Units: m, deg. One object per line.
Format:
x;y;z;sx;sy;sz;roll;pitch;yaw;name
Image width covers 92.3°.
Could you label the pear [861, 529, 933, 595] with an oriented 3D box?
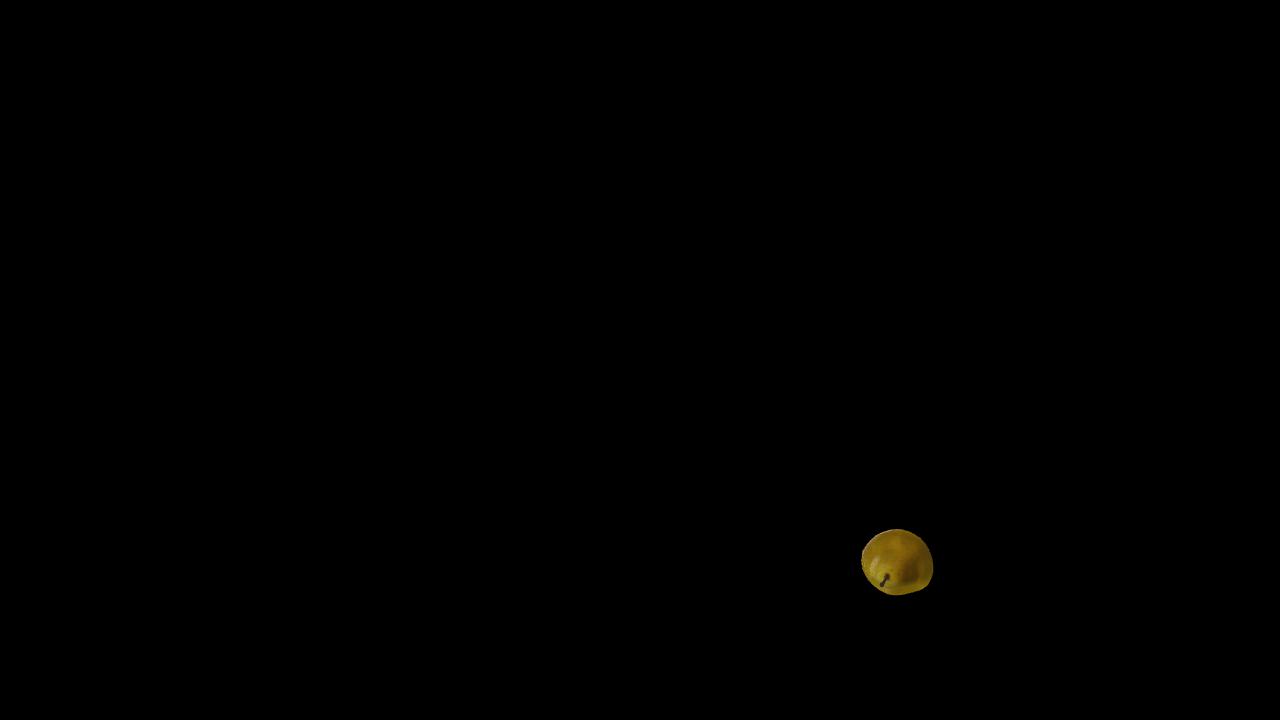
0.294;0.236;0.708;0.080;0.080;0.111;0;-9;24;pear
